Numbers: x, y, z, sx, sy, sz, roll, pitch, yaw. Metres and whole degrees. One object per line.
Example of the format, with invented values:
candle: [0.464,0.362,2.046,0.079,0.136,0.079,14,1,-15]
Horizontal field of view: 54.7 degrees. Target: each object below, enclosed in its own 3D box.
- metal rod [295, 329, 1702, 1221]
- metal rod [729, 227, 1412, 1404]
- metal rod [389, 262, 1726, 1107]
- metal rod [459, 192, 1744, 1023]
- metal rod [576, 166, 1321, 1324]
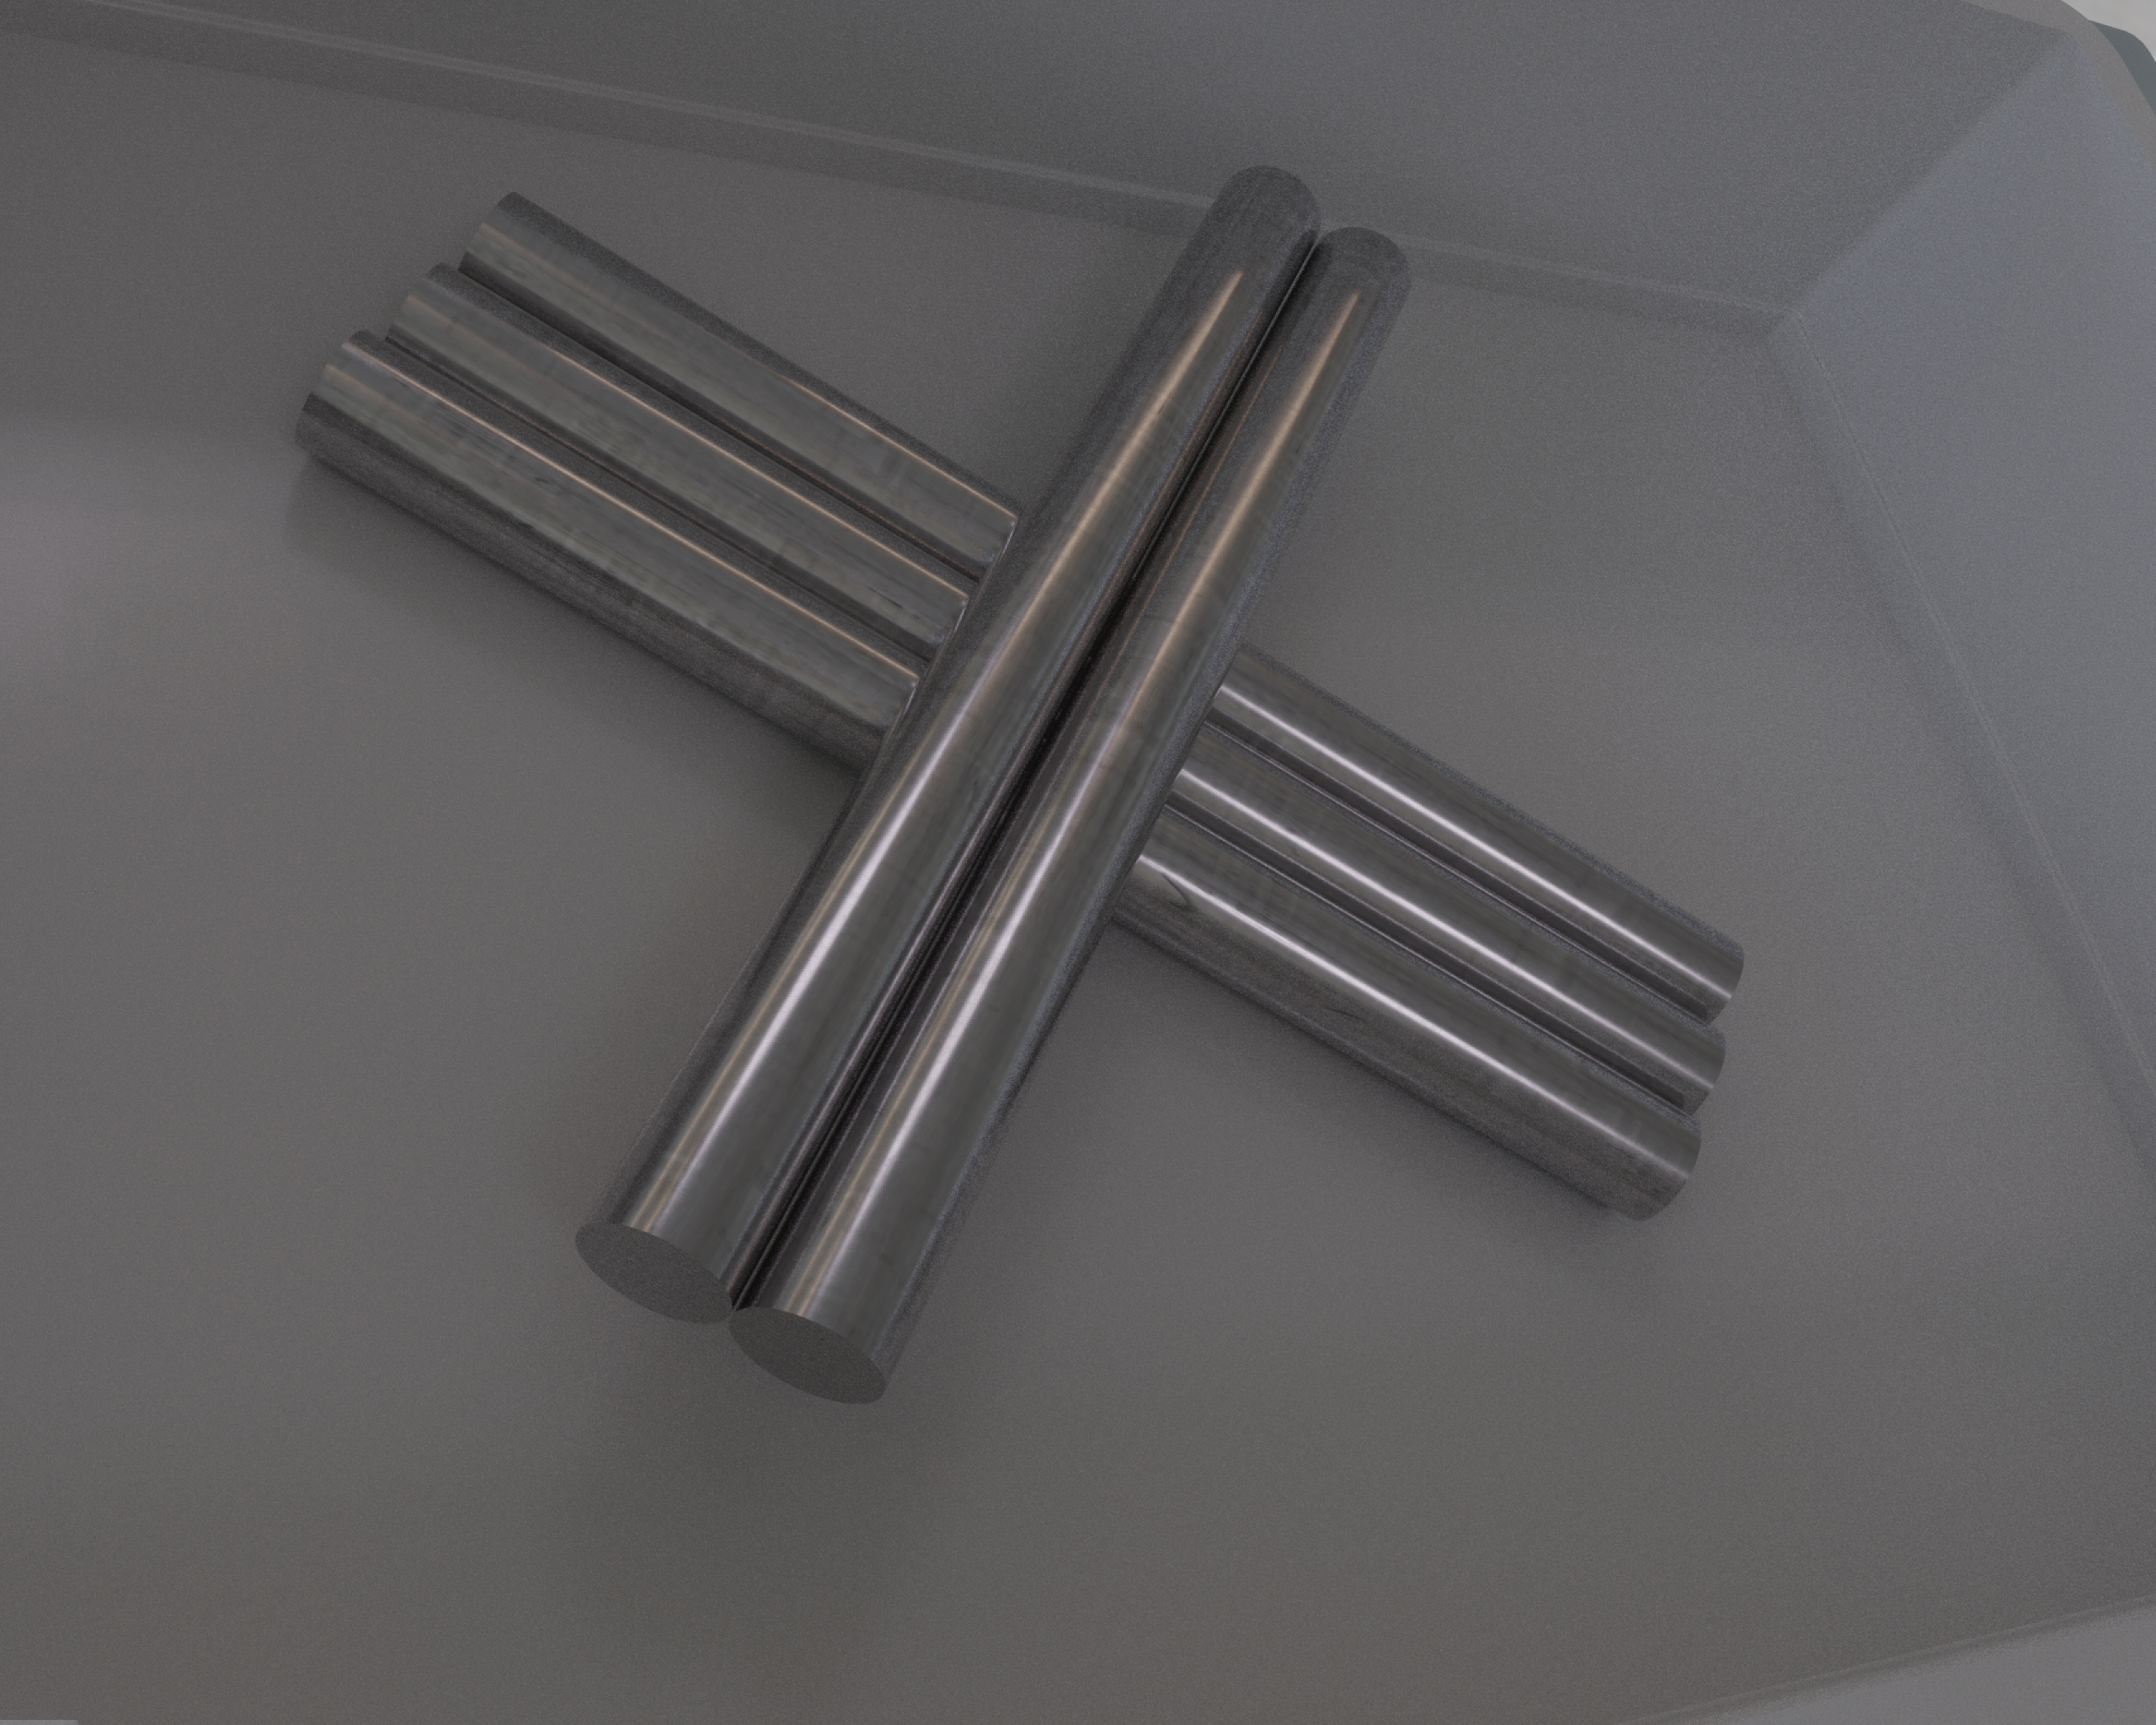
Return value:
metal rod: [-0.008,-0.012,0.406,0.301,0.025,0.025,30,52,-9]
metal rod: [0.013,-0.033,0.399,0.025,0.025,0.301,33,51,-7]
metal rod: [0.002,-0.029,0.422,0.301,0.025,0.025,30,52,-9]
metal rod: [0.011,-0.047,0.438,0.301,0.025,0.025,30,52,-9]
metal rod: [-0.008,-0.046,0.395,0.025,0.025,0.301,33,51,-7]
